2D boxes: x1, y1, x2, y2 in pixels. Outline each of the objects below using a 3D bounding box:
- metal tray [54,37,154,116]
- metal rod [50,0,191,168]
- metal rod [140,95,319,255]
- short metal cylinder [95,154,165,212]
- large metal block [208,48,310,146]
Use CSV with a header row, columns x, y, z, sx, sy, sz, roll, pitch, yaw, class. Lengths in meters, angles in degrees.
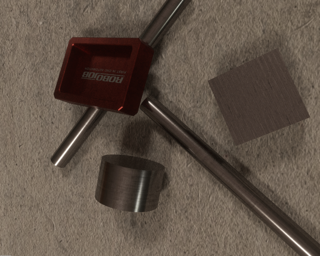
x,y,z,sx,sy,sz,roll,pitch,yaw,class
-0.077,-0.071,0.407,0.130,0.030,0.090,12,85,34,metal tray
-0.059,-0.063,0.428,0.025,0.025,0.299,42,103,15,metal rod
0.089,0.064,0.377,0.300,0.025,0.025,43,103,14,metal rod
-0.038,0.067,0.392,0.080,0.080,0.050,12,94,19,short metal cylinder
0.112,-0.032,0.356,0.080,0.050,0.080,-24,82,18,large metal block
